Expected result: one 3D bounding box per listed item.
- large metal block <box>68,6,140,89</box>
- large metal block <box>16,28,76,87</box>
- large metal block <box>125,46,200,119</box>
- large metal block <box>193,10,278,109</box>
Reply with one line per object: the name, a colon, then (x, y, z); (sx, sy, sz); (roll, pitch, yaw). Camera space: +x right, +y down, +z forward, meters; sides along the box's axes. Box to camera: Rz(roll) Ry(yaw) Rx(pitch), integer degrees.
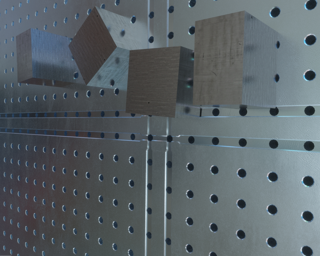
large metal block: (-0.083, -0.117, 0.463); (0.080, 0.050, 0.080); (-42, 65, 32)
large metal block: (-0.196, -0.118, 0.538); (0.050, 0.081, 0.080); (-5, 87, 40)
large metal block: (0.005, -0.055, 0.390); (0.080, 0.050, 0.080); (7, 95, 40)
large metal block: (0.078, -0.061, 0.310); (0.050, 0.081, 0.080); (3, 92, 40)
